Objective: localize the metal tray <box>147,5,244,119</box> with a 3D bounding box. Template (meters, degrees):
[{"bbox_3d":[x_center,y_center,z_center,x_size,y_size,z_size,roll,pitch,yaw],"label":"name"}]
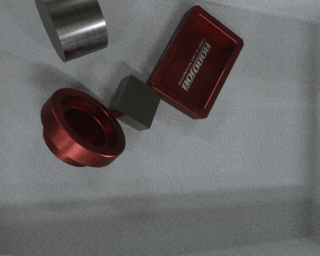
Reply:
[{"bbox_3d":[0.049,-0.088,0.427,0.090,0.030,0.130,31,80,-18],"label":"metal tray"}]

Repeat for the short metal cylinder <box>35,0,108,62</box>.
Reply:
[{"bbox_3d":[-0.099,-0.120,0.345,0.050,0.080,0.080,-26,99,-18],"label":"short metal cylinder"}]

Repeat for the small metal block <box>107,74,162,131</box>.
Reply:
[{"bbox_3d":[-0.031,-0.031,0.390,0.050,0.025,0.050,31,65,-28],"label":"small metal block"}]

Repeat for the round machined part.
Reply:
[{"bbox_3d":[-0.090,0.005,0.349,0.098,0.098,0.042,41,113,-16],"label":"round machined part"}]
